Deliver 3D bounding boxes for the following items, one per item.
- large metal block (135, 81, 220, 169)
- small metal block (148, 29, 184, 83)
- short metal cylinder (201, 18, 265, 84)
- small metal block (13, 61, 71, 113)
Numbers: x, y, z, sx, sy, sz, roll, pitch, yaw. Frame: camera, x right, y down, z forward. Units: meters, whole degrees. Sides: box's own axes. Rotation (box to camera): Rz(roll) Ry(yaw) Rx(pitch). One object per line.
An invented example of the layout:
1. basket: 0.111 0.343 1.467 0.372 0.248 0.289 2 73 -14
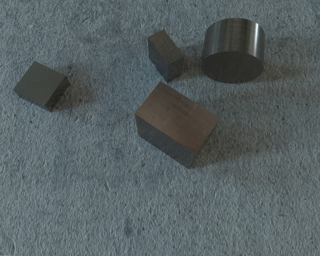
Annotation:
1. large metal block: 0.019 0.000 0.379 0.080 0.080 0.050 33 73 11
2. small metal block: 0.008 -0.099 0.431 0.025 0.050 0.050 -31 73 -11
3. short metal cylinder: 0.098 -0.101 0.417 0.080 0.080 0.050 8 70 3
4. small metal block: -0.162 -0.057 0.427 0.050 0.025 0.050 26 72 8
